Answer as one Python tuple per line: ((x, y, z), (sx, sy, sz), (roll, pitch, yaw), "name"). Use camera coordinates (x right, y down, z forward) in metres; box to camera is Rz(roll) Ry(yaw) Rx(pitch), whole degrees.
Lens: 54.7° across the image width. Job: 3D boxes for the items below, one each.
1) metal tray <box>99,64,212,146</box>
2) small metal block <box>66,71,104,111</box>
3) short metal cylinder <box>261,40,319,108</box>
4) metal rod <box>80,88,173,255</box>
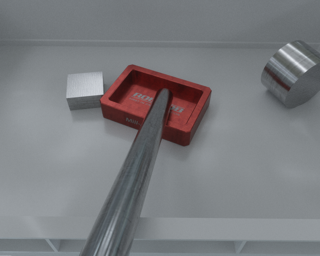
((-0.005, -0.036, 0.431), (0.130, 0.030, 0.090), (19, 52, 15), "metal tray")
((-0.107, -0.054, 0.449), (0.050, 0.025, 0.050), (-6, 50, -6), "small metal block")
((0.191, -0.075, 0.435), (0.081, 0.080, 0.050), (-22, 54, -18), "short metal cylinder")
((-0.013, 0.016, 0.290), (0.025, 0.025, 0.301), (6, 24, 5), "metal rod")
